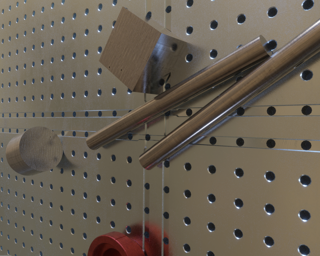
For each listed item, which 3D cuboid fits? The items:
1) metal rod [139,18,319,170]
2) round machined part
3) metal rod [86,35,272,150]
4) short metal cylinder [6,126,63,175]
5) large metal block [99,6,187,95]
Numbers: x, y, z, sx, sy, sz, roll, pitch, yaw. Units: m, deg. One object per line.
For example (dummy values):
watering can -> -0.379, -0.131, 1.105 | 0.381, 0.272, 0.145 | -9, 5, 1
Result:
metal rod -> 0.080, -0.032, 0.342 | 0.299, 0.025, 0.025 | -39, 67, 33
round machined part -> -0.057, 0.197, 0.443 | 0.098, 0.042, 0.097 | 0, 90, 39
metal rod -> 0.001, -0.031, 0.406 | 0.299, 0.025, 0.025 | -27, 74, 36
short metal cylinder -> -0.224, 0.042, 0.555 | 0.050, 0.081, 0.080 | -19, 78, 38
large metal block -> -0.025, -0.101, 0.412 | 0.080, 0.050, 0.080 | 43, 116, 31
